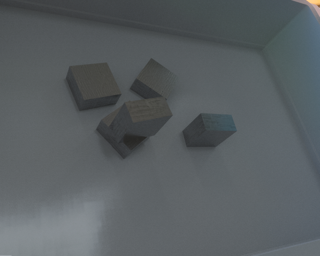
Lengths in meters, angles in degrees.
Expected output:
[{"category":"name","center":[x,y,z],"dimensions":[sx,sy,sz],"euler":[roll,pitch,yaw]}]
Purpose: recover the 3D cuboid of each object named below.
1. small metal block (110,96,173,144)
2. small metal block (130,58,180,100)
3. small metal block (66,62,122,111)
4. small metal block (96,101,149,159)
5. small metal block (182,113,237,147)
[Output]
[{"category":"small metal block","center":[-0.022,-0.009,0.351],"dimensions":[0.050,0.050,0.025],"euler":[-12,68,-33]},{"category":"small metal block","center":[-0.007,-0.064,0.441],"dimensions":[0.050,0.025,0.050],"euler":[34,51,-6]},{"category":"small metal block","center":[-0.084,-0.053,0.393],"dimensions":[0.050,0.025,0.050],"euler":[-14,69,-34]},{"category":"small metal block","center":[-0.041,0.001,0.383],"dimensions":[0.050,0.025,0.050],"euler":[46,51,4]},{"category":"small metal block","center":[0.067,0.004,0.423],"dimensions":[0.050,0.050,0.025],"euler":[2,61,-28]}]
